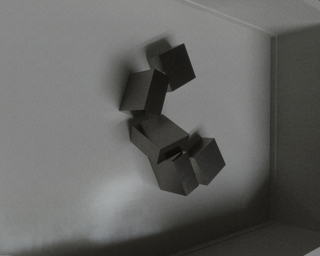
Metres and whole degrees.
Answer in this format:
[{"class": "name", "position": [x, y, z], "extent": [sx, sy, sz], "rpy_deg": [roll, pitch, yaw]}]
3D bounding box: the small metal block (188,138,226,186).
[{"class": "small metal block", "position": [0.066, 0.049, 0.462], "extent": [0.050, 0.025, 0.050], "rpy_deg": [-40, 115, -33]}]

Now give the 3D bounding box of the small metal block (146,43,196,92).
[{"class": "small metal block", "position": [0.016, -0.081, 0.420], "extent": [0.050, 0.025, 0.050], "rpy_deg": [-34, 111, -35]}]

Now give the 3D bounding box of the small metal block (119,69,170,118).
[{"class": "small metal block", "position": [-0.019, -0.040, 0.374], "extent": [0.025, 0.050, 0.050], "rpy_deg": [23, 76, -38]}]

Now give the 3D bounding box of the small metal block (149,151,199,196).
[{"class": "small metal block", "position": [0.017, 0.057, 0.405], "extent": [0.025, 0.050, 0.050], "rpy_deg": [-33, 111, -35]}]

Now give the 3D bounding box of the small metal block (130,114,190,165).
[{"class": "small metal block", "position": [0.000, 0.013, 0.386], "extent": [0.050, 0.050, 0.025], "rpy_deg": [-24, 139, -38]}]
